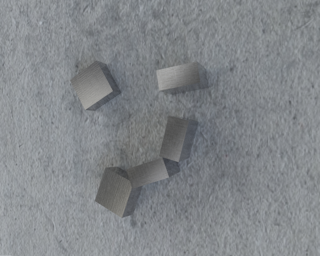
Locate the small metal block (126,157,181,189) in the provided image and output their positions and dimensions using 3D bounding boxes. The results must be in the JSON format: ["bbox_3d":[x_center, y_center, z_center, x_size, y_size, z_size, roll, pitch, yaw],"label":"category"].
[{"bbox_3d":[-0.007,0.055,0.397,0.050,0.050,0.025,-20,84,18],"label":"small metal block"}]

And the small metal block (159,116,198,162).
[{"bbox_3d":[0.025,0.013,0.386,0.025,0.050,0.050,15,95,19],"label":"small metal block"}]

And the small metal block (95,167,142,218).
[{"bbox_3d":[-0.056,0.086,0.423,0.050,0.025,0.050,22,98,29],"label":"small metal block"}]

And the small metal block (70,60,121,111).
[{"bbox_3d":[-0.091,-0.059,0.440,0.050,0.025,0.050,-31,80,17],"label":"small metal block"}]

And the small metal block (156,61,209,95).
[{"bbox_3d":[0.029,-0.060,0.385,0.050,0.050,0.025,-9,87,19],"label":"small metal block"}]
